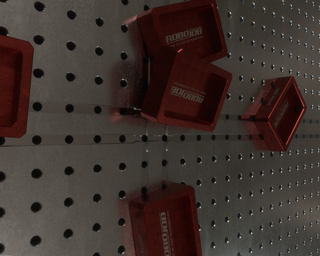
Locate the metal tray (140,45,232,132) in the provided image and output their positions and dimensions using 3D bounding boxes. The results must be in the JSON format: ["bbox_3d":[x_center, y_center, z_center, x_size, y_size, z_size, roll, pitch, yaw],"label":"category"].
[{"bbox_3d":[0.040,-0.046,0.412,0.131,0.030,0.089,9,101,-49],"label":"metal tray"}]

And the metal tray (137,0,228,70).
[{"bbox_3d":[0.038,-0.129,0.439,0.131,0.030,0.089,-28,108,-37],"label":"metal tray"}]

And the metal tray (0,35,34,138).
[{"bbox_3d":[-0.179,-0.040,0.255,0.131,0.030,0.089,6,86,-40],"label":"metal tray"}]

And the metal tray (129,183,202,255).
[{"bbox_3d":[0.012,0.150,0.418,0.091,0.030,0.129,-13,98,-40],"label":"metal tray"}]

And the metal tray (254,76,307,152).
[{"bbox_3d":[0.241,-0.028,0.611,0.130,0.030,0.090,-52,121,-27],"label":"metal tray"}]
